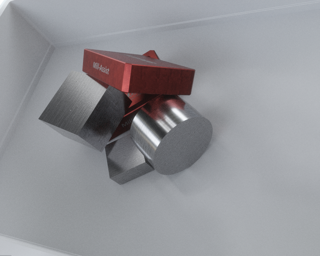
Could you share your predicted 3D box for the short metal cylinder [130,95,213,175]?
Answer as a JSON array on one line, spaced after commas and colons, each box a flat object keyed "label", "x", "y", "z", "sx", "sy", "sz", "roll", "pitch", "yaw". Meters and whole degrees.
[{"label": "short metal cylinder", "x": 0.013, "y": 0.007, "z": 0.357, "sx": 0.080, "sy": 0.080, "sz": 0.050, "roll": -43, "pitch": 51, "yaw": -2}]

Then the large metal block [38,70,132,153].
[{"label": "large metal block", "x": -0.098, "y": -0.024, "z": 0.411, "sx": 0.080, "sy": 0.050, "sz": 0.080, "roll": 18, "pitch": 71, "yaw": 34}]

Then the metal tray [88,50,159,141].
[{"label": "metal tray", "x": -0.046, "y": -0.047, "z": 0.451, "sx": 0.130, "sy": 0.030, "sz": 0.090, "roll": -30, "pitch": 52, "yaw": 8}]

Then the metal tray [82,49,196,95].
[{"label": "metal tray", "x": -0.031, "y": -0.071, "z": 0.383, "sx": 0.130, "sy": 0.091, "sz": 0.030, "roll": 31, "pitch": 117, "yaw": 52}]

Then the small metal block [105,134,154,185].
[{"label": "small metal block", "x": -0.040, "y": 0.038, "z": 0.400, "sx": 0.050, "sy": 0.025, "sz": 0.050, "roll": -26, "pitch": 53, "yaw": 12}]
